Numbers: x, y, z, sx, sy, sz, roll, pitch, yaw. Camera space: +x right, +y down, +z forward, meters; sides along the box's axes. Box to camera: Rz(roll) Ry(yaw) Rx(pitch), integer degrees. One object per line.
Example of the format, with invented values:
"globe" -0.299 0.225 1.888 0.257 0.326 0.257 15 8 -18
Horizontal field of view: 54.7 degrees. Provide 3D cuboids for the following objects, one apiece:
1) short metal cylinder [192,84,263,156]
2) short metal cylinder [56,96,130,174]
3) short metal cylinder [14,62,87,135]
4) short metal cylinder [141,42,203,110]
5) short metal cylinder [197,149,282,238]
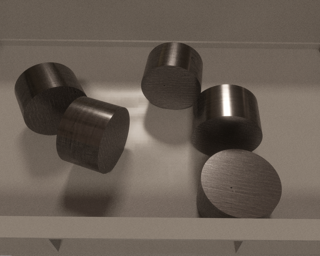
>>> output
"short metal cylinder" 0.080 -0.006 0.376 0.080 0.080 0.050 4 50 3
"short metal cylinder" -0.075 0.008 0.362 0.050 0.080 0.080 16 52 13
"short metal cylinder" -0.138 -0.037 0.398 0.081 0.080 0.050 -22 54 -18
"short metal cylinder" 0.018 -0.071 0.429 0.080 0.080 0.050 6 50 4
"short metal cylinder" 0.082 0.069 0.332 0.081 0.050 0.080 0 50 0
